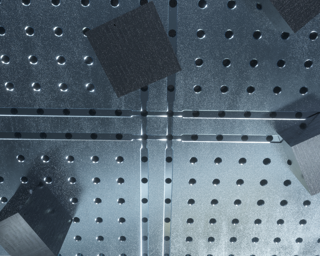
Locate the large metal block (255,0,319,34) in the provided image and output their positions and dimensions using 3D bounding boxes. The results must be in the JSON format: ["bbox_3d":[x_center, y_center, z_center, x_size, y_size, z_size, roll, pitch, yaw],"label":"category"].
[{"bbox_3d":[0.148,-0.164,0.341,0.080,0.050,0.080,-41,105,13],"label":"large metal block"}]

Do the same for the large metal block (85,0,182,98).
[{"bbox_3d":[-0.028,-0.093,0.366,0.080,0.050,0.080,-23,109,8],"label":"large metal block"}]

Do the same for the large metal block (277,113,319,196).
[{"bbox_3d":[0.216,0.031,0.413,0.080,0.050,0.080,-26,108,9],"label":"large metal block"}]

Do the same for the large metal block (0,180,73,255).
[{"bbox_3d":[-0.175,0.133,0.432,0.050,0.080,0.080,-28,108,10],"label":"large metal block"}]
